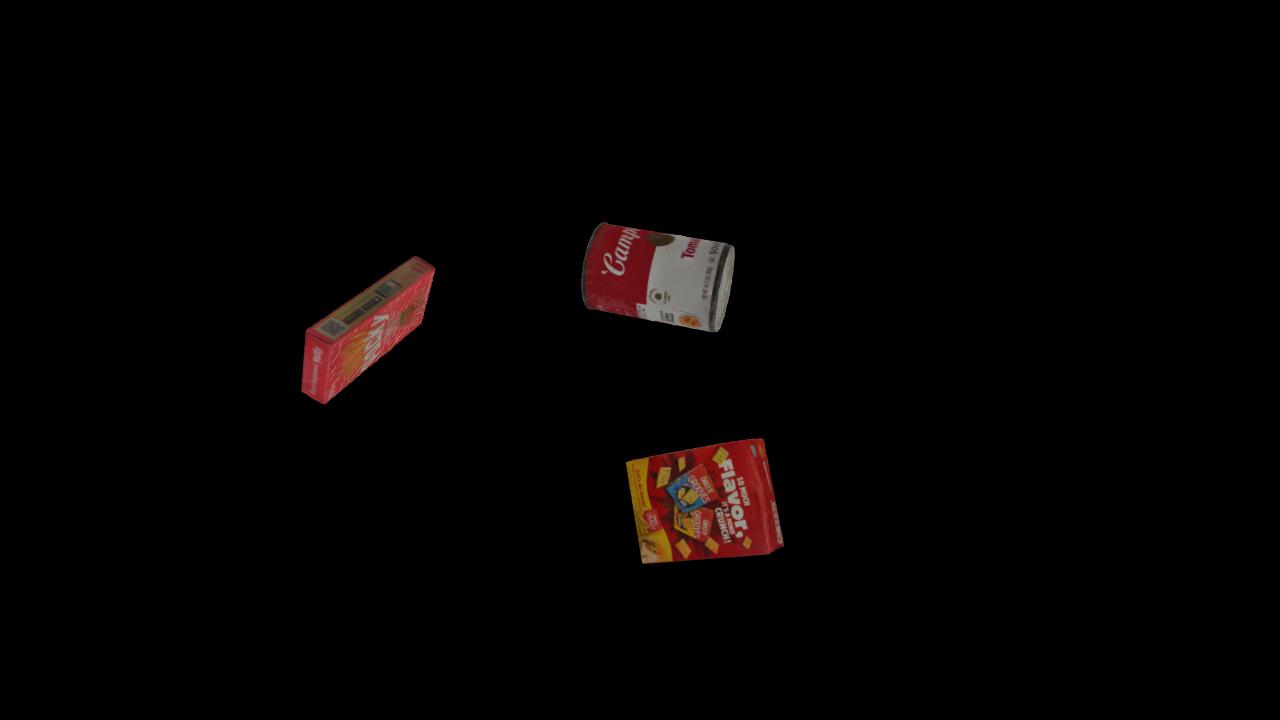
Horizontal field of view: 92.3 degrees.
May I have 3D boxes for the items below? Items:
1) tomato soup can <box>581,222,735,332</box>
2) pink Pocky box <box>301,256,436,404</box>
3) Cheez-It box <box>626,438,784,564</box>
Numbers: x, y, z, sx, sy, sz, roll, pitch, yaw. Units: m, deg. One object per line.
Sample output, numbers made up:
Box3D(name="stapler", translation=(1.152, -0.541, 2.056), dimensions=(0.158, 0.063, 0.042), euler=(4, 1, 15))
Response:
Box3D(name="tomato soup can", translation=(0.015, -0.061, 0.460), dimensions=(0.101, 0.068, 0.068), euler=(13, 3, 13))
Box3D(name="pink Pocky box", translation=(-0.261, -0.033, 0.598), dimensions=(0.029, 0.084, 0.155), euler=(31, 39, 0))
Box3D(name="Cheez-It box", translation=(0.095, 0.220, 0.954), dimensions=(0.223, 0.166, 0.071), euler=(-17, -13, 31))
